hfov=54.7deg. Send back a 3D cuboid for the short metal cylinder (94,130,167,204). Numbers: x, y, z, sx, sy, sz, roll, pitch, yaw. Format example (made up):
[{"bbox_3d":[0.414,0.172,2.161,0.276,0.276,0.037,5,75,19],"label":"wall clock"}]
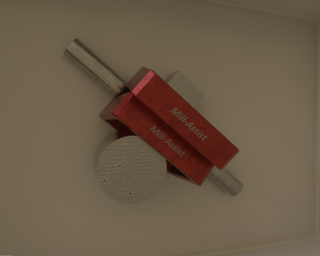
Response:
[{"bbox_3d":[-0.037,0.045,0.377,0.081,0.050,0.079,-2,98,-15],"label":"short metal cylinder"}]

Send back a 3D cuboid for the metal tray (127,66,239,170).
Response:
[{"bbox_3d":[0.023,-0.014,0.357,0.130,0.090,0.030,41,94,-16],"label":"metal tray"}]

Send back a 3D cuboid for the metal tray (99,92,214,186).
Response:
[{"bbox_3d":[-0.007,0.014,0.373,0.130,0.090,0.030,41,77,-16],"label":"metal tray"}]

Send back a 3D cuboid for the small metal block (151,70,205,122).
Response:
[{"bbox_3d":[0.023,-0.041,0.418,0.050,0.025,0.050,42,76,-16],"label":"small metal block"}]

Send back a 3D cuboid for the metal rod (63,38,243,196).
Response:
[{"bbox_3d":[0.002,-0.005,0.412,0.300,0.025,0.025,41,77,-16],"label":"metal rod"}]
